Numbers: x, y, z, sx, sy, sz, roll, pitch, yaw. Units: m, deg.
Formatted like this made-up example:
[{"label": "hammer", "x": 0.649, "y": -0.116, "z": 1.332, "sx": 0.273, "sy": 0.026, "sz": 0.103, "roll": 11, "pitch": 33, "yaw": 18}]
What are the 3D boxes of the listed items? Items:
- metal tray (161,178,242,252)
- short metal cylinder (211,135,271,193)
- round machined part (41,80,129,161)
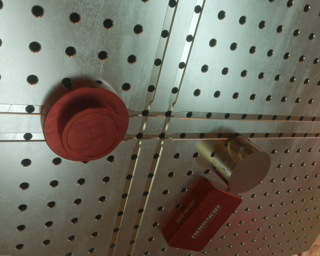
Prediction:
[{"label": "metal tray", "x": 0.075, "y": 0.157, "z": 0.548, "sx": 0.090, "sy": 0.030, "sz": 0.130, "roll": 27, "pitch": 103, "yaw": -38}, {"label": "short metal cylinder", "x": 0.132, "y": 0.059, "z": 0.506, "sx": 0.081, "sy": 0.050, "sz": 0.079, "roll": -14, "pitch": 124, "yaw": -21}, {"label": "round machined part", "x": -0.082, "y": -0.002, "z": 0.356, "sx": 0.099, "sy": 0.042, "sz": 0.097, "roll": -14, "pitch": 125, "yaw": -21}]
